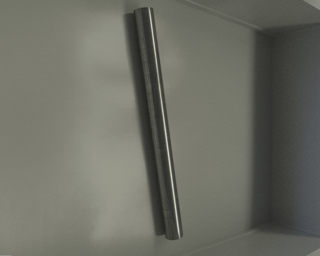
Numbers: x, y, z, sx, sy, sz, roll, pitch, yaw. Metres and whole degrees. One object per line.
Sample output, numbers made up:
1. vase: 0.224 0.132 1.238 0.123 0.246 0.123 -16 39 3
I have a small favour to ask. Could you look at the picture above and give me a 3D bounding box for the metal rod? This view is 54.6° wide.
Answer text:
1. metal rod: -0.001 0.000 0.404 0.025 0.025 0.298 -13 99 -39
